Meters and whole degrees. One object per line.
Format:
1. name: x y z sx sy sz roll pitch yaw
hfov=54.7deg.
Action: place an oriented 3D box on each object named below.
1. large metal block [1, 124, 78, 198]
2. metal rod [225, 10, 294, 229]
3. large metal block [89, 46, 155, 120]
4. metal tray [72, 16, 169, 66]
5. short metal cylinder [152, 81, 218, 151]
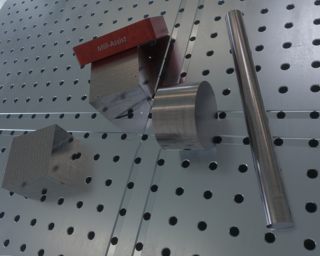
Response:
1. large metal block: -0.173 0.050 0.453 0.080 0.050 0.080 -16 55 19
2. metal rod: 0.110 -0.035 0.371 0.025 0.025 0.299 -15 56 20
3. large metal block: -0.056 -0.068 0.464 0.080 0.050 0.080 -18 55 18
4. metal tray: -0.059 -0.138 0.489 0.130 0.030 0.090 -15 17 20
5. short metal cylinder: 0.032 -0.013 0.364 0.050 0.080 0.080 -2 61 27
